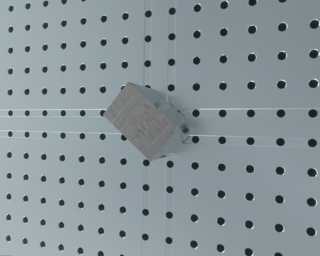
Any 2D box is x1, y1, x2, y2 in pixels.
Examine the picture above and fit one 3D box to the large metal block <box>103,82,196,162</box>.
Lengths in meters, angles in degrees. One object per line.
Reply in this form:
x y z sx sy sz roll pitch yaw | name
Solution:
-0.010 -0.008 0.387 0.080 0.080 0.050 43 104 14 | large metal block
